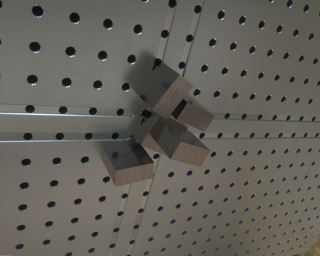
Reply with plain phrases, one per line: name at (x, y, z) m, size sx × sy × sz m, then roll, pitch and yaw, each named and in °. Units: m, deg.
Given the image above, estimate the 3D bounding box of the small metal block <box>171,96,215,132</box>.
small metal block at (0.034, -0.024, 0.400) m, size 0.050 × 0.050 × 0.025 m, roll 21°, pitch 107°, yaw -37°

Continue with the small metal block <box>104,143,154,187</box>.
small metal block at (-0.041, 0.046, 0.402) m, size 0.050 × 0.050 × 0.025 m, roll -9°, pitch 123°, yaw -24°

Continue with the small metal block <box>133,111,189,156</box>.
small metal block at (0.001, 0.005, 0.417) m, size 0.050 × 0.025 × 0.050 m, roll 26°, pitch 104°, yaw -38°

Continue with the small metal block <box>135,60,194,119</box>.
small metal block at (0.004, -0.046, 0.370) m, size 0.025 × 0.050 × 0.050 m, roll 32°, pitch 100°, yaw -39°

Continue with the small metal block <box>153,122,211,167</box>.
small metal block at (0.027, 0.020, 0.392) m, size 0.050 × 0.050 × 0.025 m, roll 18°, pitch 109°, yaw -36°
